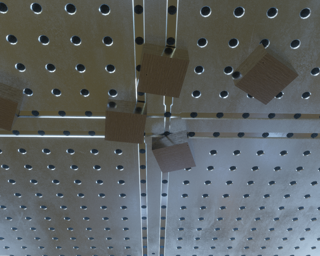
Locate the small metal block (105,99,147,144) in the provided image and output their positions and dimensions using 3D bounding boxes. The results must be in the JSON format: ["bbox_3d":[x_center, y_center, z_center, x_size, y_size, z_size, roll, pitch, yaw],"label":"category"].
[{"bbox_3d":[-0.045,-0.008,0.404,0.050,0.025,0.050,6,130,-6],"label":"small metal block"}]

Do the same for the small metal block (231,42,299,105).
[{"bbox_3d":[0.121,-0.062,0.361,0.050,0.025,0.050,27,125,-22],"label":"small metal block"}]

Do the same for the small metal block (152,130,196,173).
[{"bbox_3d":[0.020,0.035,0.442,0.050,0.025,0.050,-14,129,10],"label":"small metal block"}]

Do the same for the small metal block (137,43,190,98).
[{"bbox_3d":[0.002,-0.065,0.356,0.050,0.025,0.050,8,130,-8],"label":"small metal block"}]

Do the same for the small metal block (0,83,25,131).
[{"bbox_3d":[-0.202,-0.029,0.384,0.050,0.025,0.050,21,127,-18],"label":"small metal block"}]
